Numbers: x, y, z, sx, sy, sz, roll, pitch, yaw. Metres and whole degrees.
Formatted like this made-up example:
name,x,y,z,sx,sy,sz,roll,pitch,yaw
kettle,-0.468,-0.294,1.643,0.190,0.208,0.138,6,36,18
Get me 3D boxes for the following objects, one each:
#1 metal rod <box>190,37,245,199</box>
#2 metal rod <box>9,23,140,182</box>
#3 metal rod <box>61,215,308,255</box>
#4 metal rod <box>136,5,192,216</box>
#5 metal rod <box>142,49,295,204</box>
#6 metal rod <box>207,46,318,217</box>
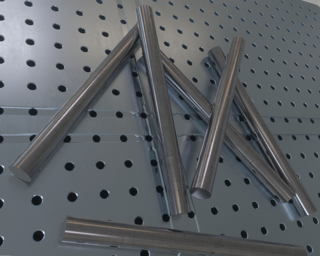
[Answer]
name,x,y,z,sx,sy,sz,roll,pitch,yaw
metal rod,0.090,-0.036,0.444,0.025,0.025,0.300,29,52,-10
metal rod,-0.081,-0.058,0.399,0.025,0.025,0.301,34,51,-6
metal rod,0.045,0.131,0.351,0.302,0.025,0.025,14,56,-20
metal rod,0.000,-0.038,0.412,0.025,0.025,0.299,1,67,-28
metal rod,0.083,-0.010,0.457,0.300,0.025,0.025,48,51,5
metal rod,0.155,-0.005,0.493,0.025,0.025,0.299,-13,69,-33
